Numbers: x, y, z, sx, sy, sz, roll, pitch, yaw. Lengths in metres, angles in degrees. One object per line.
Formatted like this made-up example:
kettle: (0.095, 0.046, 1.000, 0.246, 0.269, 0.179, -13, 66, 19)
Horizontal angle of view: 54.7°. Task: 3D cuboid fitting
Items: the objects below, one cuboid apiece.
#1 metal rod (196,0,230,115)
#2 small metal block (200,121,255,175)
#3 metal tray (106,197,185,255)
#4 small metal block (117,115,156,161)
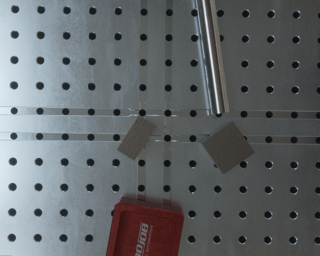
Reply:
metal rod: (0.061, -0.167, 0.414, 0.025, 0.025, 0.298, -8, 90, 0)
small metal block: (0.089, 0.026, 0.415, 0.050, 0.025, 0.050, -35, 90, 0)
metal tray: (-0.024, 0.165, 0.410, 0.091, 0.030, 0.129, 10, 90, -1)
small metal block: (-0.029, 0.012, 0.401, 0.025, 0.050, 0.050, 33, 90, -1)
